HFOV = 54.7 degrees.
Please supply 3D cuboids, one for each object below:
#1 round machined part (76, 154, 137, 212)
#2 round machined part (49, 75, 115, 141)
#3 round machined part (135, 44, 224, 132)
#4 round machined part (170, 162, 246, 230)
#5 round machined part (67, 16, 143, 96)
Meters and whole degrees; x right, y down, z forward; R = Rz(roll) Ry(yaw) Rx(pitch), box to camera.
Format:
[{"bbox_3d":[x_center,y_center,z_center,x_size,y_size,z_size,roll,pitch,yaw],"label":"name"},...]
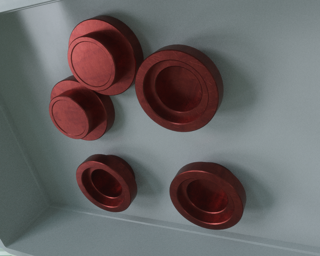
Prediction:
[{"bbox_3d":[-0.079,0.081,0.488,0.098,0.042,0.097,13,124,20],"label":"round machined part"},{"bbox_3d":[-0.118,-0.023,0.443,0.098,0.042,0.097,13,124,20],"label":"round machined part"},{"bbox_3d":[0.024,-0.048,0.354,0.098,0.042,0.097,13,124,20],"label":"round machined part"},{"bbox_3d":[0.066,0.085,0.415,0.098,0.042,0.097,13,124,20],"label":"round machined part"},{"bbox_3d":[-0.073,-0.084,0.383,0.098,0.042,0.097,13,124,20],"label":"round machined part"}]
